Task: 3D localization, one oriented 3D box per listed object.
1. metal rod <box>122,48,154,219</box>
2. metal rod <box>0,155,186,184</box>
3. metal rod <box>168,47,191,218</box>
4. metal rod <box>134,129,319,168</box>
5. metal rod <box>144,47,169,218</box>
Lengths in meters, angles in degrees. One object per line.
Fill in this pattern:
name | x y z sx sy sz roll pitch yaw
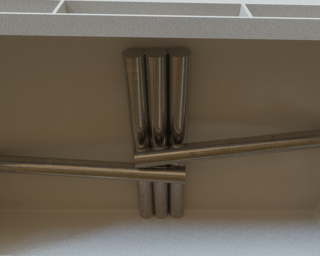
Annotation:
metal rod | -0.026 0.031 0.434 0.025 0.025 0.298 -1 130 0
metal rod | -0.116 0.056 0.432 0.302 0.025 0.025 3 130 5
metal rod | 0.025 0.030 0.434 0.025 0.025 0.298 -1 130 0
metal rod | 0.117 0.024 0.407 0.302 0.025 0.025 -6 130 -4
metal rod | -0.001 0.031 0.434 0.025 0.025 0.298 -1 130 0
